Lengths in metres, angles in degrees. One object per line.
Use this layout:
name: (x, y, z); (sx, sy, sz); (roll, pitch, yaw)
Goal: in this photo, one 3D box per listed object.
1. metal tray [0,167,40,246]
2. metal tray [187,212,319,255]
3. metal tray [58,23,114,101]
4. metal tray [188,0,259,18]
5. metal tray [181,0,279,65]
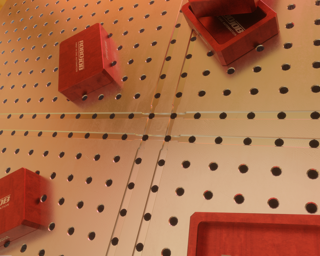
metal tray: (-0.239, 0.125, 0.456); (0.130, 0.030, 0.090); (-26, 52, 11)
metal tray: (0.090, 0.126, 0.280); (0.130, 0.030, 0.090); (-6, 59, 25)
metal tray: (-0.133, -0.119, 0.550); (0.090, 0.030, 0.130); (-22, 53, 14)
metal tray: (0.104, -0.221, 0.447); (0.090, 0.030, 0.130); (7, 65, 31)
metal tray: (0.097, -0.160, 0.452); (0.090, 0.030, 0.130); (-32, 52, 7)
